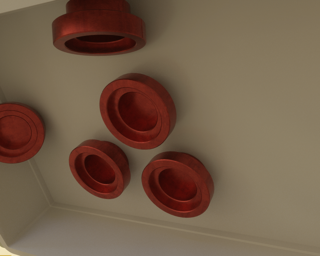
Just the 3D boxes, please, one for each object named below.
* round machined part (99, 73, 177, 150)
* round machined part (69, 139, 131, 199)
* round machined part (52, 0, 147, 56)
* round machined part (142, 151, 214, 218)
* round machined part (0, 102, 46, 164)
[{"bbox_3d":[-0.024,-0.024,0.395,0.098,0.042,0.097,13,124,21],"label":"round machined part"},{"bbox_3d":[-0.088,0.059,0.481,0.098,0.042,0.097,13,124,21],"label":"round machined part"},{"bbox_3d":[-0.065,-0.110,0.335,0.098,0.099,0.042,-4,90,30],"label":"round machined part"},{"bbox_3d":[0.028,0.073,0.428,0.098,0.042,0.097,13,124,21],"label":"round machined part"},{"bbox_3d":[-0.238,0.005,0.505,0.099,0.042,0.097,-3,103,-14],"label":"round machined part"}]
